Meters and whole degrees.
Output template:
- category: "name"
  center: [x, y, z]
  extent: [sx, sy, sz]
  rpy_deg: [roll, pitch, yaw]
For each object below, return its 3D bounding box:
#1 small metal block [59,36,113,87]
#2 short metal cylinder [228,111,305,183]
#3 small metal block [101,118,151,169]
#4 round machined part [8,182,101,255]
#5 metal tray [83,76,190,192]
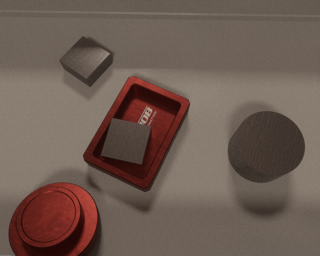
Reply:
- category: "small metal block"
  center: [-0.105, -0.095, 0.443]
  extent: [0.050, 0.025, 0.050]
  rpy_deg: [35, 73, 11]
- category: "short metal cylinder"
  center: [0.131, 0.025, 0.389]
  extent: [0.081, 0.050, 0.080]
  rpy_deg: [0, 70, 0]
- category: "small metal block"
  center: [-0.041, 0.020, 0.388]
  extent: [0.050, 0.025, 0.050]
  rpy_deg: [12, 70, 4]
- category: "round machined part"
  center: [-0.119, 0.105, 0.348]
  extent: [0.099, 0.042, 0.098]
  rpy_deg: [1, 54, -1]
- category: "metal tray"
  center: [-0.027, 0.006, 0.404]
  extent: [0.090, 0.030, 0.130]
  rpy_deg: [24, 72, 8]
